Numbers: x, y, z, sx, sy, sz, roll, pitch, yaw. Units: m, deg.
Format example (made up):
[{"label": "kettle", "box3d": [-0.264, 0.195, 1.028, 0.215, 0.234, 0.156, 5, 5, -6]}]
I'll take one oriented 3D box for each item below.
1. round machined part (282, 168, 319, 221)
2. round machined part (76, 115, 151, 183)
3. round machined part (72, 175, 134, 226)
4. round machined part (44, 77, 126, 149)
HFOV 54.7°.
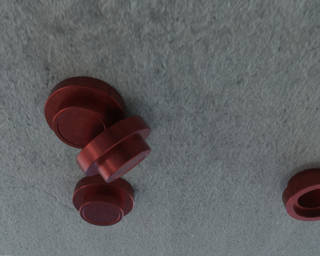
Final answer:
[{"label": "round machined part", "box3d": [0.242, 0.101, 0.486, 0.099, 0.042, 0.097, -1, 130, 0]}, {"label": "round machined part", "box3d": [-0.050, 0.031, 0.383, 0.098, 0.099, 0.042, -44, 78, 30]}, {"label": "round machined part", "box3d": [-0.092, 0.122, 0.498, 0.099, 0.042, 0.097, -1, 130, 0]}, {"label": "round machined part", "box3d": [-0.093, -0.011, 0.385, 0.099, 0.042, 0.097, -1, 130, 0]}]
